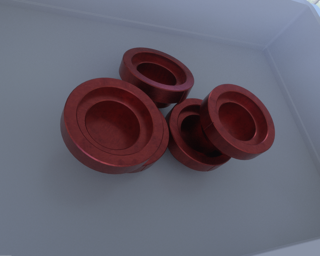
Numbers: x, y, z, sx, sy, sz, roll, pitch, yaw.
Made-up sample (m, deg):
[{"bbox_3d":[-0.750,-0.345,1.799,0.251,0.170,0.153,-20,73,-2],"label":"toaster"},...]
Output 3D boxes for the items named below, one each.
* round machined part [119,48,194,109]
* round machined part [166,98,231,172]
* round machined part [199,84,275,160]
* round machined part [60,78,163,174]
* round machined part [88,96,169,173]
[{"bbox_3d":[-0.007,-0.063,0.415,0.099,0.042,0.098,16,38,-13],"label":"round machined part"},{"bbox_3d":[0.048,0.012,0.411,0.099,0.042,0.098,14,56,-21],"label":"round machined part"},{"bbox_3d":[0.092,-0.004,0.391,0.099,0.042,0.098,14,56,-21],"label":"round machined part"},{"bbox_3d":[-0.050,0.001,0.312,0.099,0.042,0.098,14,56,-21],"label":"round machined part"},{"bbox_3d":[-0.042,0.008,0.365,0.099,0.042,0.098,14,56,-21],"label":"round machined part"}]
